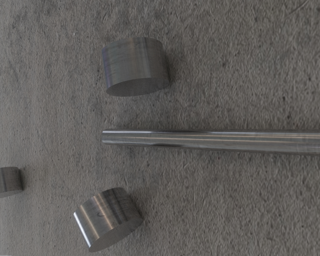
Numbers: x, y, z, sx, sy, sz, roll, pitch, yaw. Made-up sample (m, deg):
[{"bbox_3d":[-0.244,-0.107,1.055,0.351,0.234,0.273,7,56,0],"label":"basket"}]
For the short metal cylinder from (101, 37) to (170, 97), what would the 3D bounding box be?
[{"bbox_3d":[-0.032,-0.075,0.395,0.080,0.081,0.050,-15,80,39],"label":"short metal cylinder"}]

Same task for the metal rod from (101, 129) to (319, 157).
[{"bbox_3d":[0.037,0.013,0.374,0.300,0.025,0.025,0,90,40],"label":"metal rod"}]

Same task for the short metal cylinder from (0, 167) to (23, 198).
[{"bbox_3d":[-0.334,0.116,0.645,0.080,0.081,0.050,-26,74,37],"label":"short metal cylinder"}]

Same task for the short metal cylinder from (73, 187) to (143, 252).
[{"bbox_3d":[-0.072,0.127,0.428,0.080,0.081,0.050,-50,61,28],"label":"short metal cylinder"}]
